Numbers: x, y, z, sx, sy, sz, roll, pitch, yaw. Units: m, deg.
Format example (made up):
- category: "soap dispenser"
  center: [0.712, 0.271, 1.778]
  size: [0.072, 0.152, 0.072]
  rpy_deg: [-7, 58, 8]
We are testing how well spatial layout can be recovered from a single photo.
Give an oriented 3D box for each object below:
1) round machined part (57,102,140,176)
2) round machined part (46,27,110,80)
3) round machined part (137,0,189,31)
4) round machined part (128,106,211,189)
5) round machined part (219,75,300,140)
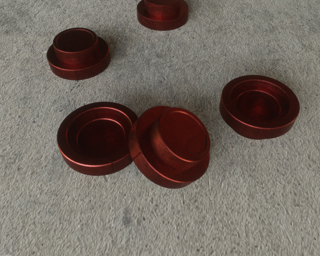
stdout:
- category: "round machined part"
  center: [-0.070, 0.017, 0.377]
  size: [0.099, 0.042, 0.098]
  rpy_deg: [0, 50, 0]
- category: "round machined part"
  center: [-0.131, -0.124, 0.496]
  size: [0.099, 0.042, 0.098]
  rpy_deg: [0, 50, 0]
- category: "round machined part"
  center: [0.005, -0.229, 0.584]
  size: [0.099, 0.042, 0.098]
  rpy_deg: [0, 50, 0]
- category: "round machined part"
  center: [0.018, 0.015, 0.351]
  size: [0.099, 0.042, 0.098]
  rpy_deg: [18, 53, -24]
- category: "round machined part"
  center: [0.128, -0.023, 0.412]
  size: [0.099, 0.042, 0.098]
  rpy_deg: [0, 50, 0]
